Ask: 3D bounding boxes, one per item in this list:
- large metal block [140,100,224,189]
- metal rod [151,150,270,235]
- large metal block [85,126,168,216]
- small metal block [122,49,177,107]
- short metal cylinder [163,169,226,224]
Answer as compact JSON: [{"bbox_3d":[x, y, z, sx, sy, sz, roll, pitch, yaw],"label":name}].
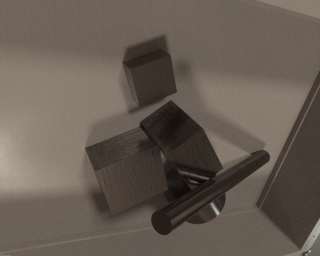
[{"bbox_3d":[0.028,0.022,0.404,0.050,0.080,0.080,-36,130,-5],"label":"large metal block"},{"bbox_3d":[0.091,0.072,0.425,0.302,0.025,0.025,-14,129,-52],"label":"metal rod"},{"bbox_3d":[-0.042,0.054,0.405,0.081,0.050,0.080,-22,127,-15],"label":"large metal block"},{"bbox_3d":[-0.011,-0.059,0.367,0.050,0.025,0.050,-24,127,-15],"label":"small metal block"},{"bbox_3d":[0.052,0.095,0.462,0.080,0.080,0.050,-36,130,-5],"label":"short metal cylinder"}]
